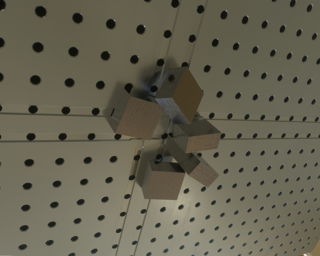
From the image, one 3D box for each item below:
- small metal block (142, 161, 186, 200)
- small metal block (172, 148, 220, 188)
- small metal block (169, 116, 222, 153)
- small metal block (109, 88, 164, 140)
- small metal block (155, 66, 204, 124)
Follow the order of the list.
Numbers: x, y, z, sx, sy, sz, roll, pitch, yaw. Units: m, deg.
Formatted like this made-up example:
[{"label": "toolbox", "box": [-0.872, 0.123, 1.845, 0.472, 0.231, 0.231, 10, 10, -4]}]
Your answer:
[{"label": "small metal block", "box": [0.004, 0.077, 0.454, 0.050, 0.025, 0.050, 6, 116, -17]}, {"label": "small metal block", "box": [0.052, 0.055, 0.457, 0.025, 0.050, 0.050, -49, 129, 6]}, {"label": "small metal block", "box": [0.047, 0.008, 0.424, 0.050, 0.050, 0.025, -6, 121, -25]}, {"label": "small metal block", "box": [-0.028, -0.016, 0.385, 0.050, 0.025, 0.050, 14, 111, -34]}, {"label": "small metal block", "box": [0.026, -0.040, 0.384, 0.050, 0.025, 0.050, 50, 54, -39]}]
